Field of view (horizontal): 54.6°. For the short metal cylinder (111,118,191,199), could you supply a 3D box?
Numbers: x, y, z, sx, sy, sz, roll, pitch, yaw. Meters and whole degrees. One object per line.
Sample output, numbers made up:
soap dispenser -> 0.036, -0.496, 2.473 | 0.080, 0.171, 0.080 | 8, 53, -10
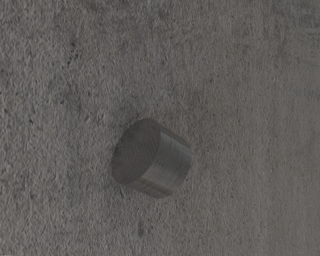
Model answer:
short metal cylinder -> -0.011, 0.035, 0.359 | 0.050, 0.080, 0.080 | 33, 70, -35
